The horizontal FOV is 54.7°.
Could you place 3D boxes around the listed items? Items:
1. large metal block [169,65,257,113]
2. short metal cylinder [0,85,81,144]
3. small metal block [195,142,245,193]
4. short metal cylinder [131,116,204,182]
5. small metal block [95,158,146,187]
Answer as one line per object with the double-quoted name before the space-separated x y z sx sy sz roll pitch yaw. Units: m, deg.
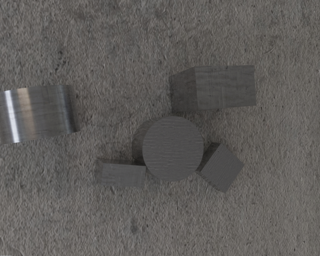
"large metal block" 0.066 -0.049 0.404 0.081 0.080 0.050 -5 92 -20
"short metal cylinder" -0.130 -0.015 0.332 0.081 0.080 0.050 -10 94 -20
"small metal block" 0.083 0.056 0.440 0.050 0.025 0.050 41 77 -16
"short metal cylinder" 0.009 0.025 0.399 0.081 0.050 0.080 0 90 -20
"small metal block" -0.050 0.054 0.378 0.050 0.050 0.025 7 89 -20
